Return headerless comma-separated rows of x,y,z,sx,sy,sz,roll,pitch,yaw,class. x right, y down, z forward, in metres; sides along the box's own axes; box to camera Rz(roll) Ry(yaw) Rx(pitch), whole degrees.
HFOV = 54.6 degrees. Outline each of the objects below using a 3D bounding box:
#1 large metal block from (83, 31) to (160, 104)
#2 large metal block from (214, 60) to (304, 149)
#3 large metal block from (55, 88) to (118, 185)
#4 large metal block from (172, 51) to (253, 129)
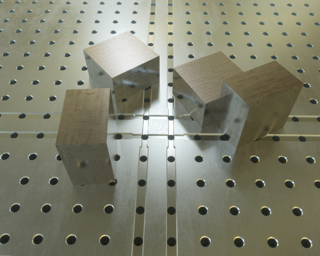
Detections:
-0.057,-0.094,0.470,0.080,0.050,0.080,-31,57,-23,large metal block
0.123,-0.029,0.397,0.081,0.080,0.050,-22,54,-18,large metal block
-0.080,0.011,0.363,0.050,0.080,0.080,-3,50,-2,large metal block
0.073,-0.056,0.439,0.081,0.050,0.080,-23,54,-18,large metal block
